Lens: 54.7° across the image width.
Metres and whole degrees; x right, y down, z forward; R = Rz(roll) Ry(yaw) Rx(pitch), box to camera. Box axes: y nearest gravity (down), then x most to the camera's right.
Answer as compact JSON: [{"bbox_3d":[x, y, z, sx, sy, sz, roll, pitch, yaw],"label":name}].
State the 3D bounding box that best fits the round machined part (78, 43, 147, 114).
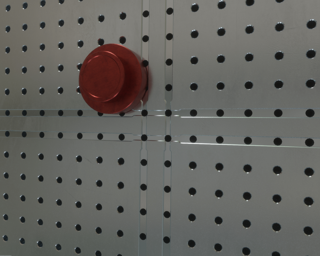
[{"bbox_3d":[-0.071,-0.068,0.427,0.098,0.042,0.097,0,90,19],"label":"round machined part"}]
